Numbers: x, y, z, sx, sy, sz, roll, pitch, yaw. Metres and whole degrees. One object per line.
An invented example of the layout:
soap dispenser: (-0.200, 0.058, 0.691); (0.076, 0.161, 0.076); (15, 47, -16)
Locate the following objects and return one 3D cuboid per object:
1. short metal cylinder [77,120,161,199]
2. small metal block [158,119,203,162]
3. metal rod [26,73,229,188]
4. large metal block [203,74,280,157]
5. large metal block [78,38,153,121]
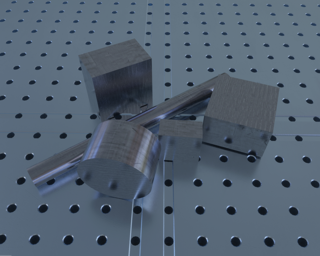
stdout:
short metal cylinder: (-0.043, 0.036, 0.340); (0.080, 0.080, 0.050); (9, 51, 7)
small metal block: (0.024, 0.016, 0.378); (0.050, 0.050, 0.025); (4, 50, 3)
metal rod: (-0.024, -0.007, 0.413); (0.302, 0.025, 0.025); (-28, 56, -22)
large metal block: (0.104, -0.018, 0.404); (0.080, 0.050, 0.080); (15, 52, 12)
large metal block: (-0.058, -0.066, 0.428); (0.081, 0.080, 0.050); (-23, 54, -18)
